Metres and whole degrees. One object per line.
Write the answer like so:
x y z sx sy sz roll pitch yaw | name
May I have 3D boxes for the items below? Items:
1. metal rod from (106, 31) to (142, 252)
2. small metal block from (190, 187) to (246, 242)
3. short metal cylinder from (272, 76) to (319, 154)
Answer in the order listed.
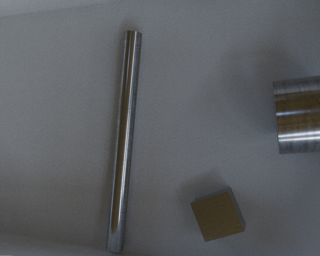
-0.050 0.019 0.426 0.025 0.025 0.298 6 92 19 | metal rod
0.072 0.107 0.385 0.050 0.025 0.050 -23 83 18 | small metal block
0.150 -0.013 0.329 0.050 0.080 0.080 -6 88 20 | short metal cylinder
